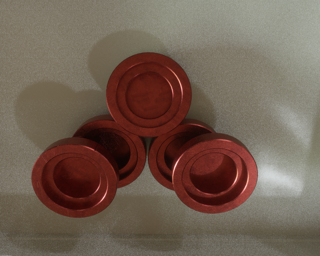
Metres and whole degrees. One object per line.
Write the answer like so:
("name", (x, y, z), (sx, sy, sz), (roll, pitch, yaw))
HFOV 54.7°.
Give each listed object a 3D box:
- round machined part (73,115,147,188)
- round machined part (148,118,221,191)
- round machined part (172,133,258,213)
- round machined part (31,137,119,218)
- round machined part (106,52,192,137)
("round machined part", (-0.067, 0.028, 0.410), (0.099, 0.042, 0.097), (0, 110, 0))
("round machined part", (0.034, 0.033, 0.413), (0.099, 0.042, 0.097), (0, 110, 0))
("round machined part", (0.063, 0.051, 0.376), (0.099, 0.042, 0.097), (0, 110, 0))
("round machined part", (-0.098, 0.056, 0.376), (0.099, 0.042, 0.097), (0, 110, 0))
("round machined part", (-0.013, -0.039, 0.376), (0.099, 0.042, 0.097), (0, 92, -2))
